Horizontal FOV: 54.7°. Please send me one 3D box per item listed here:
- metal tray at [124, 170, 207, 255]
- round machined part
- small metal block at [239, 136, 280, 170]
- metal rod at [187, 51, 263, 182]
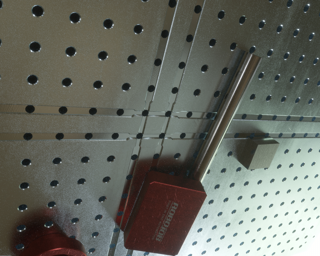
[{"bbox_3d":[0.005,0.135,0.479,0.091,0.030,0.129,15,112,-16],"label":"metal tray"},{"bbox_3d":[-0.154,0.188,0.434,0.099,0.042,0.097,-14,125,-21],"label":"round machined part"},{"bbox_3d":[0.171,0.043,0.534,0.050,0.025,0.050,-1,119,-28],"label":"small metal block"},{"bbox_3d":[0.076,0.030,0.473,0.025,0.025,0.298,8,114,-32],"label":"metal rod"}]
